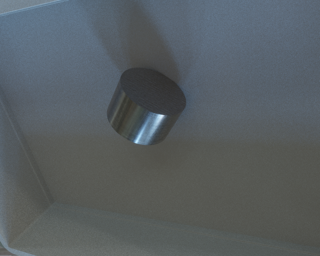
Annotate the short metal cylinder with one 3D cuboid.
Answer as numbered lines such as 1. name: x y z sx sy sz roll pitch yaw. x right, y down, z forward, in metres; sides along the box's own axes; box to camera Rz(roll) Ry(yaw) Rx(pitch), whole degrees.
1. short metal cylinder: -0.016 -0.026 0.366 0.080 0.080 0.050 35 129 5
